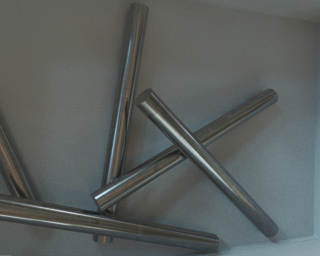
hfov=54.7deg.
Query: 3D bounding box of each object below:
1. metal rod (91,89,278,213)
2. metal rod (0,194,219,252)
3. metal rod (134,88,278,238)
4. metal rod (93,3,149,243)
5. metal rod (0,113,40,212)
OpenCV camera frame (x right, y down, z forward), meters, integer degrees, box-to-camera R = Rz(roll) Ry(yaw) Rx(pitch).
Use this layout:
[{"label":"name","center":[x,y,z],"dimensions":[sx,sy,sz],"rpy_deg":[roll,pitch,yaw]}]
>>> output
[{"label":"metal rod","center":[0.049,0.018,0.413],"dimensions":[0.302,0.025,0.025],"rpy_deg":[-29,100,-23]},{"label":"metal rod","center":[-0.049,0.117,0.366],"dimensions":[0.302,0.025,0.025],"rpy_deg":[20,83,-29]},{"label":"metal rod","center":[0.075,0.061,0.405],"dimensions":[0.300,0.025,0.025],"rpy_deg":[45,76,-27]},{"label":"metal rod","center":[-0.049,-0.009,0.392],"dimensions":[0.025,0.025,0.298],"rpy_deg":[10,87,-20]},{"label":"metal rod","center":[-0.199,-0.039,0.336],"dimensions":[0.025,0.025,0.299],"rpy_deg":[-24,98,-18]}]
